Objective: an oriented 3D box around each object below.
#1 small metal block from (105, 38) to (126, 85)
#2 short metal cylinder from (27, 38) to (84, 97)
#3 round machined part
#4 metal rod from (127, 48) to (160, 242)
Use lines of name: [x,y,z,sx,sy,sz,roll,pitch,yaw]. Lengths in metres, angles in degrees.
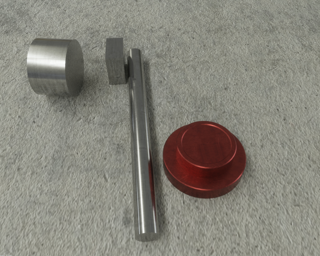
small metal block: [-0.067,-0.101,0.472,0.025,0.050,0.050,-3,50,-3]
short metal cylinder: [-0.145,-0.086,0.438,0.050,0.080,0.080,4,50,3]
round machined part: [0.053,0.030,0.367,0.099,0.042,0.098,0,50,0]
metal rod: [-0.027,-0.005,0.406,0.025,0.025,0.300,-4,50,-4]
